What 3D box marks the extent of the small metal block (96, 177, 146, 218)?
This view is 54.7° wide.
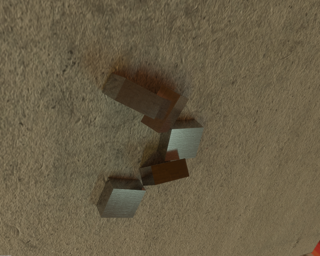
[{"bbox_3d":[-0.055,0.099,0.438,0.050,0.025,0.050,12,112,-33],"label":"small metal block"}]

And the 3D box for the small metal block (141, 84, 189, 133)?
[{"bbox_3d":[0.007,-0.022,0.378,0.050,0.025,0.050,-59,166,8],"label":"small metal block"}]

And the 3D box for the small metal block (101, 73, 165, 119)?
[{"bbox_3d":[-0.031,-0.036,0.345,0.050,0.050,0.025,25,93,-30],"label":"small metal block"}]

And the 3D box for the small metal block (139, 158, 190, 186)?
[{"bbox_3d":[0.005,0.061,0.428,0.050,0.050,0.025,-10,83,-23],"label":"small metal block"}]

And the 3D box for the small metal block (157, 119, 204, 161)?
[{"bbox_3d":[0.028,0.016,0.432,0.050,0.025,0.050,-3,120,-27],"label":"small metal block"}]
